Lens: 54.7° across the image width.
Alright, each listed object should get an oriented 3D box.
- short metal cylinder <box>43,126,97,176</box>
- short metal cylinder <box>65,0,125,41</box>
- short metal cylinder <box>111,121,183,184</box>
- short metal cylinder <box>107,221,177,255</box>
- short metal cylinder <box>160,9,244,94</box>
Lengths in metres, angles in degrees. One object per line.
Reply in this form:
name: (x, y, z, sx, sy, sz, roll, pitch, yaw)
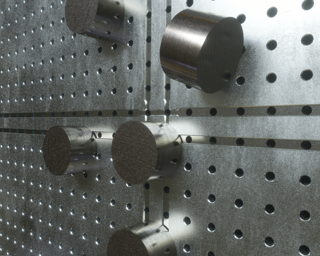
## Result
short metal cylinder: (-0.150, 0.036, 0.514, 0.080, 0.050, 0.079, 0, 90, 39)
short metal cylinder: (-0.100, -0.179, 0.473, 0.080, 0.050, 0.079, 0, 90, 39)
short metal cylinder: (-0.018, 0.030, 0.406, 0.080, 0.050, 0.079, 0, 90, 39)
short metal cylinder: (-0.025, 0.169, 0.411, 0.080, 0.050, 0.079, 0, 90, 39)
short metal cylinder: (0.046, -0.083, 0.334, 0.050, 0.081, 0.079, 29, 108, 36)
